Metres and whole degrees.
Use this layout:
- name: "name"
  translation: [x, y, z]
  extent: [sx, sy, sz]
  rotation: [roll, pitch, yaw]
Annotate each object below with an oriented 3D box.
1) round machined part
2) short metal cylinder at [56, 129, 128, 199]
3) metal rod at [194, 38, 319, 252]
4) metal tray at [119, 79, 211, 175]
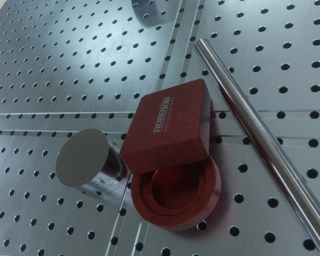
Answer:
- name: "round machined part"
  translation: [0.021, 0.065, 0.347]
  extent: [0.098, 0.042, 0.098]
  rotation: [-13, 56, 21]
- name: "short metal cylinder"
  translation: [-0.088, 0.048, 0.410]
  extent: [0.080, 0.050, 0.080]
  rotation: [-13, 56, 21]
- name: "metal rod"
  translation: [0.105, -0.009, 0.358]
  extent: [0.025, 0.025, 0.299]
  rotation: [-29, 52, 10]
- name: "metal tray"
  translation: [0.012, -0.006, 0.370]
  extent: [0.090, 0.030, 0.130]
  rotation: [-15, 31, 20]
